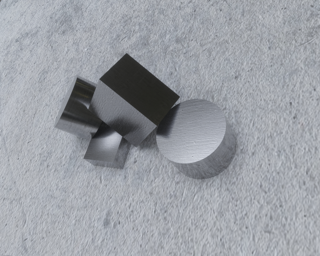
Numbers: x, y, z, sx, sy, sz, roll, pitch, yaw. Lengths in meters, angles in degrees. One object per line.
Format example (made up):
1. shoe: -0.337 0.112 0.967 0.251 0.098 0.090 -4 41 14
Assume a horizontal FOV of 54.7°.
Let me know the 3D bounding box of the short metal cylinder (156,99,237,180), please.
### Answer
1. short metal cylinder: 0.043 0.013 0.358 0.080 0.050 0.080 -13 56 20

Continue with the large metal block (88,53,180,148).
1. large metal block: -0.035 -0.030 0.382 0.080 0.080 0.050 39 60 -3

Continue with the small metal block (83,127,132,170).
1. small metal block: -0.069 0.026 0.423 0.050 0.025 0.050 3 63 29

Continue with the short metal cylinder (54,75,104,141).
1. short metal cylinder: -0.110 -0.028 0.439 0.080 0.050 0.080 -49 27 37

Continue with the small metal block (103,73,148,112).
1. small metal block: -0.050 -0.052 0.462 0.050 0.025 0.050 -1 61 27
